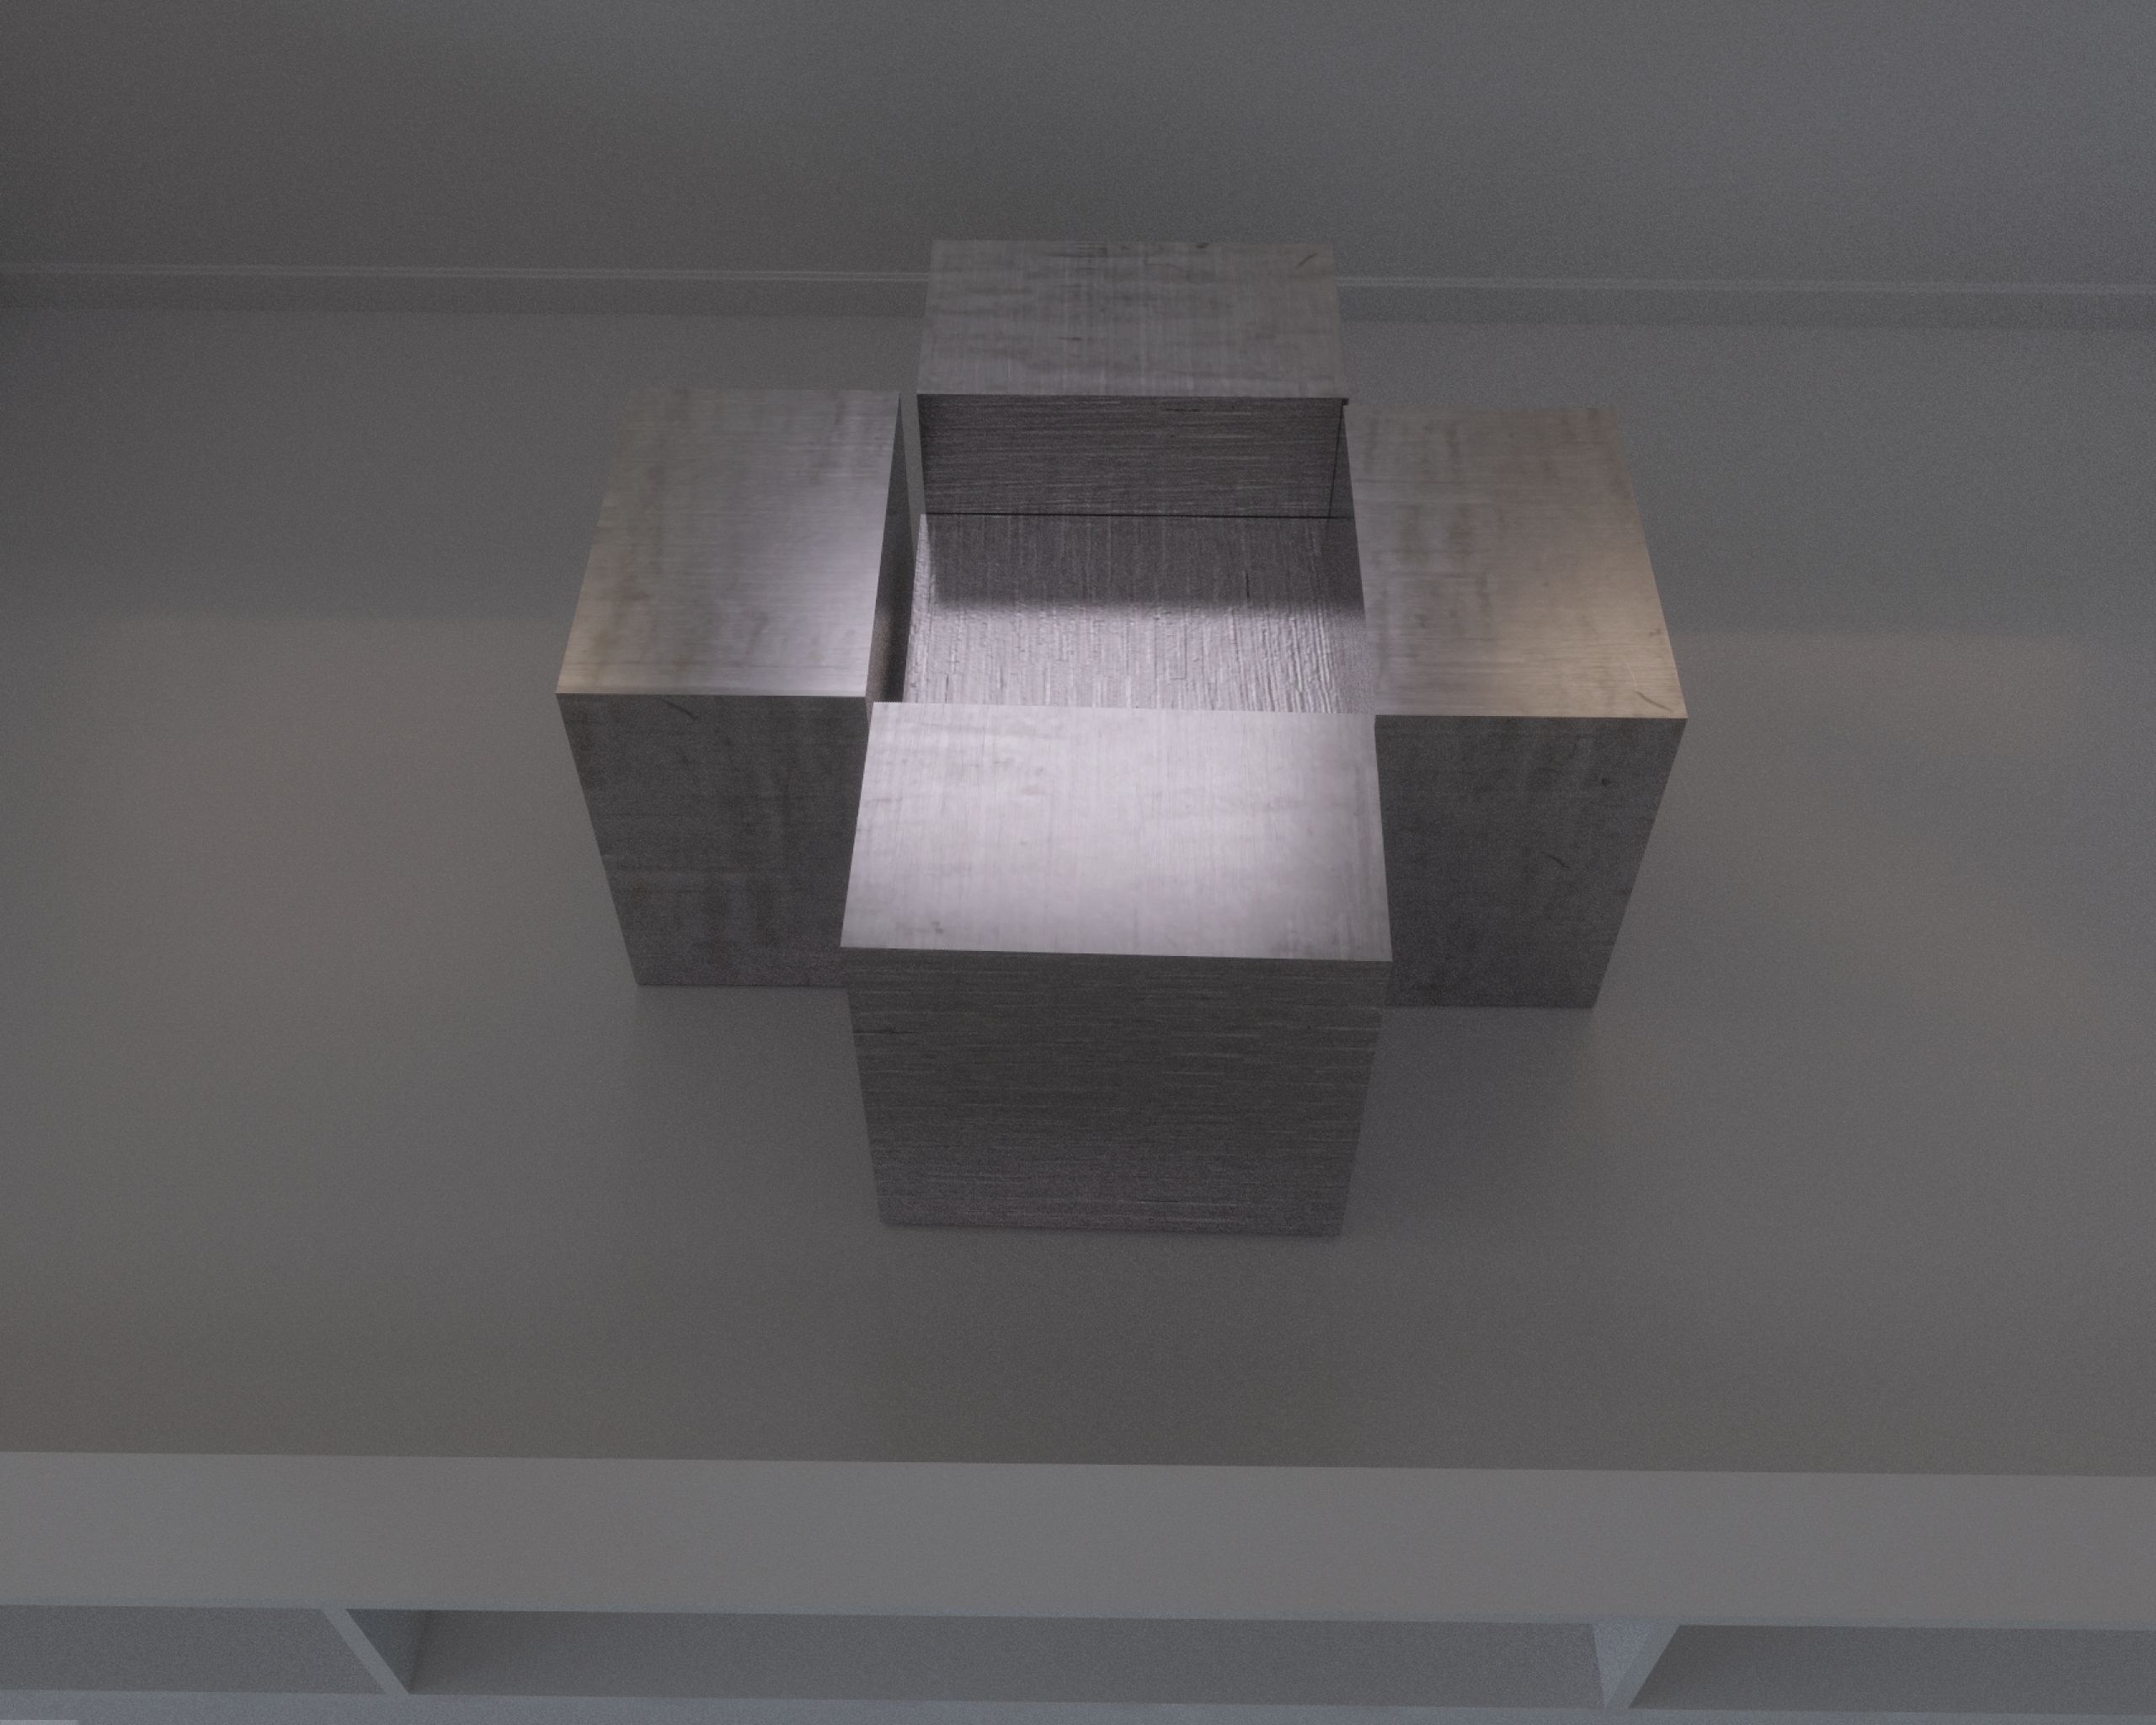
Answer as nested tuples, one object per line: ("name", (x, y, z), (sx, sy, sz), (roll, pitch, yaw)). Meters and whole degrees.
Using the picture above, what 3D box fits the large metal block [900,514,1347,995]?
("large metal block", (0.009, -0.022, 0.404), (0.080, 0.050, 0.080), (1, 50, 0))

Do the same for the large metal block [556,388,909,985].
("large metal block", (-0.059, -0.032, 0.395), (0.050, 0.080, 0.080), (1, 50, 1))

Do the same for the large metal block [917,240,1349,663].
("large metal block", (0.011, -0.081, 0.435), (0.080, 0.080, 0.050), (1, 50, 0))

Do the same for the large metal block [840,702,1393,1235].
("large metal block", (0.006, 0.020, 0.351), (0.080, 0.080, 0.050), (1, 50, 1))

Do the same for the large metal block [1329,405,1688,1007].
("large metal block", (0.074, -0.029, 0.393), (0.050, 0.080, 0.080), (1, 50, 1))
